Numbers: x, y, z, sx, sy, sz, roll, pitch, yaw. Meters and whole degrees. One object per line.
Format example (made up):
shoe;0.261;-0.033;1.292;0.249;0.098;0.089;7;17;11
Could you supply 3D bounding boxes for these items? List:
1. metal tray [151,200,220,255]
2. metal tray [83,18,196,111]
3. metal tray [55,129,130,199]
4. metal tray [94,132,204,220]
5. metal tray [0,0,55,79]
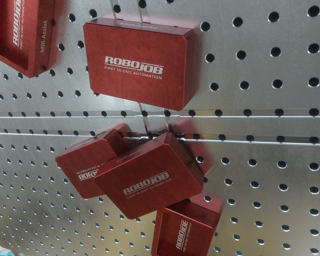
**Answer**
metal tray;0.037;0.174;0.496;0.090;0.030;0.129;19;126;17
metal tray;-0.026;-0.078;0.374;0.130;0.030;0.089;14;124;20
metal tray;-0.099;0.062;0.499;0.130;0.030;0.090;-21;108;36
metal tray;-0.016;0.071;0.436;0.130;0.030;0.090;-28;111;24
metal tray;-0.194;-0.144;0.422;0.090;0.030;0.129;30;128;8
